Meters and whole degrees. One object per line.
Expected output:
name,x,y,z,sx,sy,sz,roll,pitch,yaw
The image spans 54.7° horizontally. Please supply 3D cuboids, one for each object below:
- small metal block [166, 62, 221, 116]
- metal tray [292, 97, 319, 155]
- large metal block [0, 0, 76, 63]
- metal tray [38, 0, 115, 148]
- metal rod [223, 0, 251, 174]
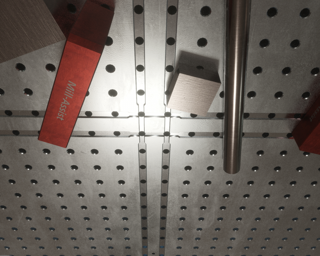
small metal block,0.039,-0.046,0.374,0.050,0.025,0.050,12,129,-11
metal tray,0.246,-0.018,0.397,0.091,0.030,0.129,12,129,-11
large metal block,-0.139,-0.117,0.293,0.080,0.050,0.080,-16,129,12
metal tray,-0.087,-0.053,0.322,0.030,0.090,0.129,19,127,-16
metal rod,0.089,-0.053,0.367,0.025,0.025,0.298,-6,130,4
